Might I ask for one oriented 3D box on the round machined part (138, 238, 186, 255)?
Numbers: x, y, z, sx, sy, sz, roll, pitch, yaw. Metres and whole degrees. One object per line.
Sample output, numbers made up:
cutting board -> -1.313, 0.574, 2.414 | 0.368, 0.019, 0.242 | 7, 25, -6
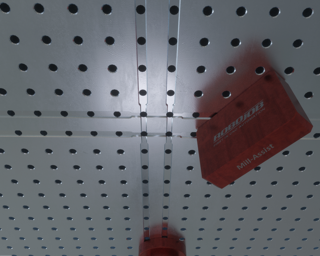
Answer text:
round machined part -> 0.005, 0.267, 0.628 | 0.099, 0.042, 0.097 | 0, 130, 0

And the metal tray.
metal tray -> 0.103, 0.003, 0.371 | 0.030, 0.090, 0.129 | 34, 122, -25
